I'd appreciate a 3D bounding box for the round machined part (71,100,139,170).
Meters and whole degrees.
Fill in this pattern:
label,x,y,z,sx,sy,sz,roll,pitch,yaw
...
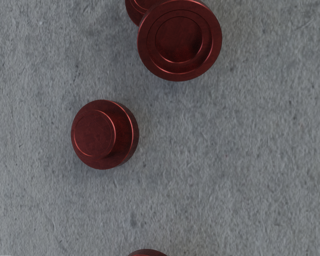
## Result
label,x,y,z,sx,sy,sz,roll,pitch,yaw
round machined part,-0.082,0.009,0.428,0.098,0.042,0.097,0,90,19

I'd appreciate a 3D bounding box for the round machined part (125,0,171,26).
label,x,y,z,sx,sy,sz,roll,pitch,yaw
round machined part,-0.001,-0.173,0.400,0.098,0.042,0.097,0,90,19

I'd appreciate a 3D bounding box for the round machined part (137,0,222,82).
label,x,y,z,sx,sy,sz,roll,pitch,yaw
round machined part,0.022,-0.109,0.374,0.099,0.042,0.097,-1,125,-2

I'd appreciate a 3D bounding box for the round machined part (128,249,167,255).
label,x,y,z,sx,sy,sz,roll,pitch,yaw
round machined part,-0.011,0.206,0.403,0.098,0.042,0.097,0,90,19
